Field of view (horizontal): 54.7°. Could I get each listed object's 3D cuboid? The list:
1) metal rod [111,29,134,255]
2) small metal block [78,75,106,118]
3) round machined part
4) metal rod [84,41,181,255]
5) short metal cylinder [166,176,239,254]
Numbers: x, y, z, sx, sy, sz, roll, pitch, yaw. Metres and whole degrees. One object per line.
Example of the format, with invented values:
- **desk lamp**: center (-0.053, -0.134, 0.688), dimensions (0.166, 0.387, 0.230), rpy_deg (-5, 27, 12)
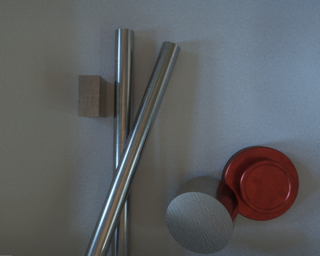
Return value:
- **metal rod**: center (-0.049, 0.021, 0.410), dimensions (0.025, 0.025, 0.298), rpy_deg (1, 90, -1)
- **small metal block**: center (-0.086, -0.039, 0.398), dimensions (0.025, 0.050, 0.050), rpy_deg (1, 90, 0)
- **round machined part**: center (0.134, 0.073, 0.405), dimensions (0.099, 0.042, 0.097), rpy_deg (0, 90, -1)
- **metal rod**: center (-0.034, 0.030, 0.389), dimensions (0.025, 0.025, 0.299), rpy_deg (20, 81, -1)
- **short metal cylinder**: center (0.054, 0.106, 0.385), dimensions (0.080, 0.050, 0.079), rpy_deg (5, 105, 20)
